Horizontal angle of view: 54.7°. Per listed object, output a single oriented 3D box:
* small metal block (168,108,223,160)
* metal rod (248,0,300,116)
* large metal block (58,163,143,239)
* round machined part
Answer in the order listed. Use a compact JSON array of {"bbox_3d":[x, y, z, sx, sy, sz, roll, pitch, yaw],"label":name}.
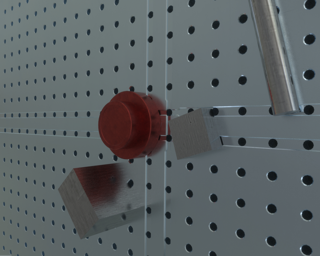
[{"bbox_3d":[0.042,0.008,0.375,0.050,0.025,0.050,-21,77,38],"label":"small metal block"},{"bbox_3d":[0.101,-0.160,0.326,0.025,0.025,0.298,-16,80,39],"label":"metal rod"},{"bbox_3d":[-0.085,0.100,0.444,0.050,0.081,0.080,-50,61,28],"label":"large metal block"},{"bbox_3d":[-0.050,-0.004,0.440,0.098,0.042,0.097,0,90,40],"label":"round machined part"}]
